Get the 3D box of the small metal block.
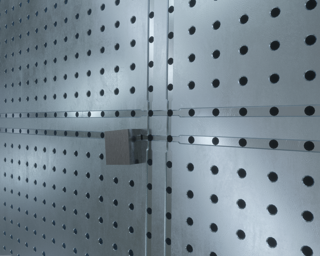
[{"bbox_3d":[-0.054,0.028,0.456,0.050,0.025,0.050,-6,86,40],"label":"small metal block"}]
